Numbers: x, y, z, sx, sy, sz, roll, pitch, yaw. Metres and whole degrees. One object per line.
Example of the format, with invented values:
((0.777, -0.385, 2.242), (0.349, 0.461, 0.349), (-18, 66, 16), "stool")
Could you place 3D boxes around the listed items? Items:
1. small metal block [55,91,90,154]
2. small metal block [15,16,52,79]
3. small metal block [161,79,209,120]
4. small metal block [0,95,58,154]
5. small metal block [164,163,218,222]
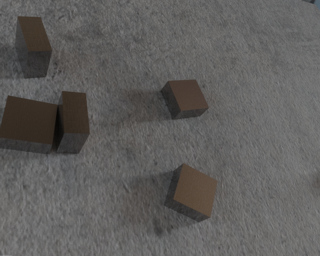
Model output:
((-0.098, -0.005, 0.339), (0.025, 0.050, 0.050), (3, 61, -27), "small metal block")
((-0.150, -0.094, 0.365), (0.025, 0.050, 0.050), (-11, 68, -33), "small metal block")
((0.036, -0.042, 0.451), (0.050, 0.025, 0.050), (-8, 66, -32), "small metal block")
((-0.140, -0.003, 0.331), (0.050, 0.025, 0.050), (11, 57, -23), "small metal block")
((0.038, 0.079, 0.378), (0.050, 0.025, 0.050), (28, 52, -11), "small metal block")
